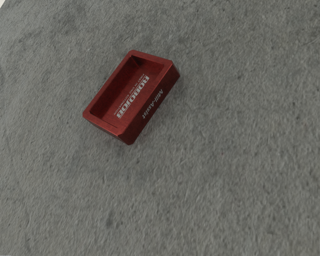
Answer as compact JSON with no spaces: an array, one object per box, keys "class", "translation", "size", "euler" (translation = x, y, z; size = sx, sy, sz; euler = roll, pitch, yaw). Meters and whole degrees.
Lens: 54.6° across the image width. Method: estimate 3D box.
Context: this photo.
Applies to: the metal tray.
[{"class":"metal tray","translation":[-0.042,-0.049,0.453],"size":[0.090,0.030,0.130],"euler":[25,75,37]}]
